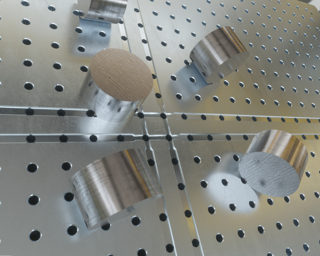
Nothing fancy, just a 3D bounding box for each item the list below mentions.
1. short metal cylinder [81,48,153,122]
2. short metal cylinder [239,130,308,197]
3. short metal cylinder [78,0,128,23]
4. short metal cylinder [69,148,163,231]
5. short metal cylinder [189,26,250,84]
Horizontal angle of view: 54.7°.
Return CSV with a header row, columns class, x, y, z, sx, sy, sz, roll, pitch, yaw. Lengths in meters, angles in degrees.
class,x,y,z,sx,sy,sz,roll,pitch,yaw
short metal cylinder,-0.056,-0.054,0.397,0.081,0.050,0.080,14,56,-21
short metal cylinder,0.157,0.049,0.430,0.080,0.080,0.050,42,51,0
short metal cylinder,-0.084,-0.196,0.448,0.050,0.080,0.080,-1,62,-29
short metal cylinder,-0.044,0.062,0.313,0.081,0.080,0.050,-16,70,-35
short metal cylinder,0.095,-0.116,0.497,0.081,0.080,0.050,-22,74,-36
